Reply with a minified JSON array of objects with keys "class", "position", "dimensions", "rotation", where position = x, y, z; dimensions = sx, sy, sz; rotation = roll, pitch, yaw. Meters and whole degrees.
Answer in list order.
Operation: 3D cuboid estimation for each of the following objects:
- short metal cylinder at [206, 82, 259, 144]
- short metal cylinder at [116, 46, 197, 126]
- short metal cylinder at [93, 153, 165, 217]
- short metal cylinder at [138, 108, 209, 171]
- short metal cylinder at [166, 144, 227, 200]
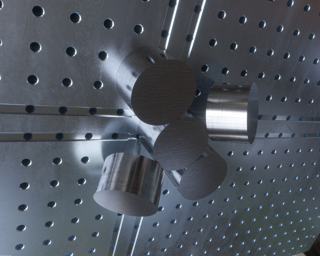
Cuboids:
[{"class":"short metal cylinder","position":[0.098,-0.020,0.412],"dimensions":[0.080,0.050,0.079],"rotation":[-14,106,-62]},{"class":"short metal cylinder","position":[-0.005,-0.050,0.363],"dimensions":[0.081,0.050,0.079],"rotation":[-14,125,-21]},{"class":"short metal cylinder","position":[-0.038,0.074,0.394],"dimensions":[0.080,0.050,0.080],"rotation":[8,145,6]},{"class":"short metal cylinder","position":[0.017,0.010,0.412],"dimensions":[0.081,0.050,0.079],"rotation":[-14,125,-21]},{"class":"short metal cylinder","position":[0.052,0.060,0.463],"dimensions":[0.081,0.050,0.079],"rotation":[-14,125,-21]}]
